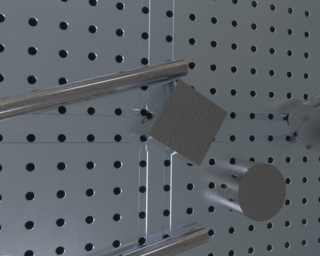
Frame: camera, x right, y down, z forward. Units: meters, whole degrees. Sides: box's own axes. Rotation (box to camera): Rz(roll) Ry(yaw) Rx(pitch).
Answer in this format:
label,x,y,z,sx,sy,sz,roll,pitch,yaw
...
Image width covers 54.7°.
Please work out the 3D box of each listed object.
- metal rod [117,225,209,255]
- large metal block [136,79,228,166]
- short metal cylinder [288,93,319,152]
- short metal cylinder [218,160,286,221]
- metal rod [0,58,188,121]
label,x,y,z,sx,sy,sz,roll,pitch,yaw
metal rod,-0.076,0.181,0.385,0.302,0.025,0.025,-13,95,-20
large metal block,0.029,-0.006,0.410,0.080,0.050,0.080,32,79,-17
short metal cylinder,0.247,-0.009,0.475,0.050,0.080,0.080,-25,99,-18
short metal cylinder,0.133,0.088,0.449,0.081,0.050,0.079,0,90,-20
metal rod,-0.104,-0.043,0.374,0.302,0.025,0.025,-17,96,-19
